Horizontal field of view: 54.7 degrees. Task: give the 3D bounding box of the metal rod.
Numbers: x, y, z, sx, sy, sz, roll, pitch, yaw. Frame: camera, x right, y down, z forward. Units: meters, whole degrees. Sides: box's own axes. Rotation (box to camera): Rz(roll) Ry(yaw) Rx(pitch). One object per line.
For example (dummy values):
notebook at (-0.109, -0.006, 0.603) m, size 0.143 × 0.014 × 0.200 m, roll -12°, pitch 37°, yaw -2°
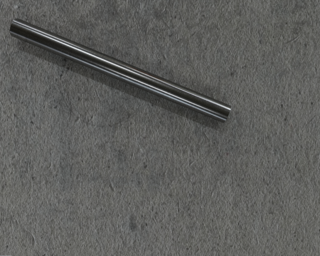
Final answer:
metal rod at (-0.051, -0.075, 0.409) m, size 0.301 × 0.025 × 0.025 m, roll 22°, pitch 90°, yaw 0°
